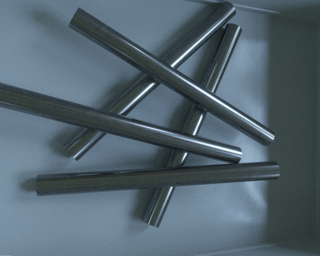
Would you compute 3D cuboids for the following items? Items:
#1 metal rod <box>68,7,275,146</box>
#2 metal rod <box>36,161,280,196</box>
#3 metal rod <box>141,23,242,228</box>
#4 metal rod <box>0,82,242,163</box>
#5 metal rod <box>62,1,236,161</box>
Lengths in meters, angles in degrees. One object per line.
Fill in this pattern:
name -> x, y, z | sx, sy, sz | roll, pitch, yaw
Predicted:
metal rod -> 0.029, -0.055, 0.394 | 0.301, 0.025, 0.025 | 29, 80, -18
metal rod -> 0.007, 0.062, 0.389 | 0.302, 0.025, 0.025 | -2, 91, -11
metal rod -> 0.047, -0.010, 0.429 | 0.025, 0.025, 0.299 | 27, 81, -19
metal rod -> -0.033, 0.001, 0.371 | 0.302, 0.025, 0.025 | 15, 85, -20
metal rod -> -0.004, -0.071, 0.409 | 0.301, 0.025, 0.025 | -44, 104, -15
